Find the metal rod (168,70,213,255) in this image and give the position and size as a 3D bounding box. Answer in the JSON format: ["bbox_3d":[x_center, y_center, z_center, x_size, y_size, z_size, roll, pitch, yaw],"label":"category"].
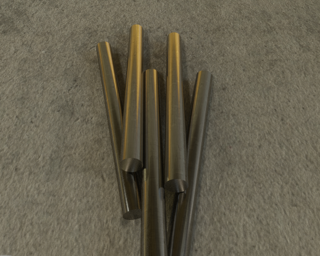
[{"bbox_3d":[0.038,0.035,0.374,0.025,0.025,0.300,9,50,7],"label":"metal rod"}]

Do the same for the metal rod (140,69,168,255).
[{"bbox_3d":[-0.009,0.028,0.365,0.025,0.025,0.300,-1,46,-1],"label":"metal rod"}]

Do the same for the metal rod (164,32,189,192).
[{"bbox_3d":[0.020,-0.047,0.427,0.025,0.025,0.300,1,45,1],"label":"metal rod"}]

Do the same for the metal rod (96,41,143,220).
[{"bbox_3d":[-0.060,-0.021,0.419,0.025,0.025,0.300,-10,51,-8],"label":"metal rod"}]

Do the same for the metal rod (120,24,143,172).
[{"bbox_3d":[-0.036,-0.066,0.441,0.025,0.025,0.300,-1,45,-2],"label":"metal rod"}]
